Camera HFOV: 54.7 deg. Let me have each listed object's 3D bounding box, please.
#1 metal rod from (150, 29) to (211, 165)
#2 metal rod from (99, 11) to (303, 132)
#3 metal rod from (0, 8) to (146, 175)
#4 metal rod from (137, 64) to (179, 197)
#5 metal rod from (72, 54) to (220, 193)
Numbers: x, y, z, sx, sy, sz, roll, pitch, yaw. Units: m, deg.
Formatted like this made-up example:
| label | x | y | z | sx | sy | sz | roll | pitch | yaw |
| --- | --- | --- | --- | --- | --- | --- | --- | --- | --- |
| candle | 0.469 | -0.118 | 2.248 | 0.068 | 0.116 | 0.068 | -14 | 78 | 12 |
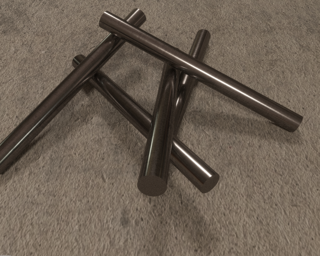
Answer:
| label | x | y | z | sx | sy | sz | roll | pitch | yaw |
| --- | --- | --- | --- | --- | --- | --- | --- | --- | --- |
| metal rod | 0.032 | -0.051 | 0.446 | 0.025 | 0.025 | 0.300 | 13 | 51 | 10 |
| metal rod | 0.052 | -0.079 | 0.423 | 0.301 | 0.025 | 0.025 | 30 | 55 | 5 |
| metal rod | -0.115 | -0.064 | 0.420 | 0.025 | 0.025 | 0.301 | 28 | 65 | 21 |
| metal rod | 0.008 | -0.036 | 0.382 | 0.025 | 0.025 | 0.300 | 5 | 35 | 4 |
| metal rod | -0.038 | -0.024 | 0.400 | 0.025 | 0.025 | 0.300 | -29 | 49 | -23 |
